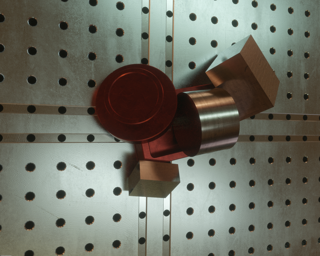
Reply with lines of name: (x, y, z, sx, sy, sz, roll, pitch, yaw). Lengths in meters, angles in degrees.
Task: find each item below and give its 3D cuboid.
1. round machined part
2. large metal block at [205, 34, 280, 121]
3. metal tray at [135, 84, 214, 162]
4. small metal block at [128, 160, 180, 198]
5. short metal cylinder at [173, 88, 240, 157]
round machined part: (-0.029, -0.032, 0.369, 0.099, 0.042, 0.098, -1, 76, 3)
large metal block: (0.114, -0.068, 0.417, 0.080, 0.050, 0.080, 53, 38, -13)
metal tray: (0.029, -0.007, 0.418, 0.131, 0.030, 0.089, -12, 94, -20)
small metal block: (-0.009, 0.066, 0.390, 0.050, 0.050, 0.025, 8, 53, -19)
short metal cylinder: (0.054, -0.008, 0.386, 0.050, 0.080, 0.079, -10, 94, -21)
